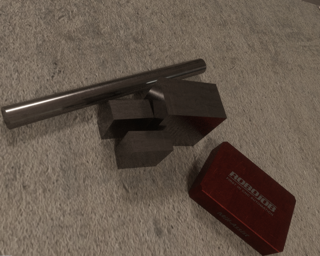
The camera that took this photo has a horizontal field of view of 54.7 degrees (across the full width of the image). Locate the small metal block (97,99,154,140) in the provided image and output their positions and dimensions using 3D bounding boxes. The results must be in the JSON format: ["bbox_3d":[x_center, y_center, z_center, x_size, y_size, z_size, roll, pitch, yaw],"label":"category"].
[{"bbox_3d":[-0.042,-0.010,0.372,0.050,0.050,0.025,-4,64,-31],"label":"small metal block"}]

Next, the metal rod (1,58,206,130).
[{"bbox_3d":[-0.048,-0.055,0.412,0.302,0.025,0.025,-22,74,-36],"label":"metal rod"}]

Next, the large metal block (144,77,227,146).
[{"bbox_3d":[0.023,-0.016,0.393,0.081,0.080,0.050,2,61,-28],"label":"large metal block"}]

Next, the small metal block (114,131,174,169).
[{"bbox_3d":[-0.020,0.026,0.363,0.050,0.050,0.025,-1,62,-29],"label":"small metal block"}]

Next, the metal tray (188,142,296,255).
[{"bbox_3d":[0.111,0.090,0.408,0.130,0.030,0.090,39,51,-2],"label":"metal tray"}]
